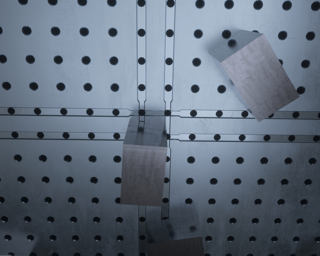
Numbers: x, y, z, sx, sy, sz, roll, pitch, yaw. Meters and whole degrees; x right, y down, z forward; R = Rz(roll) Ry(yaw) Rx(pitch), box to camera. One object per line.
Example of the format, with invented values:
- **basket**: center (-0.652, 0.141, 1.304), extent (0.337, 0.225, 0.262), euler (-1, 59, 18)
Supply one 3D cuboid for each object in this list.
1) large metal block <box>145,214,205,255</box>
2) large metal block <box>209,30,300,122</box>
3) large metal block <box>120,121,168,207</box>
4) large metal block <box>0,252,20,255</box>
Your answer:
- **large metal block**: center (0.025, 0.185, 0.469), extent (0.080, 0.050, 0.079), euler (-9, 110, 3)
- **large metal block**: center (0.106, -0.064, 0.362), extent (0.050, 0.080, 0.080), euler (-34, 107, 11)
- **large metal block**: center (-0.020, 0.043, 0.400), extent (0.050, 0.080, 0.079), euler (4, 110, -2)
- **large metal block**: center (-0.262, 0.245, 0.487), extent (0.081, 0.050, 0.079), euler (13, 110, -5)
